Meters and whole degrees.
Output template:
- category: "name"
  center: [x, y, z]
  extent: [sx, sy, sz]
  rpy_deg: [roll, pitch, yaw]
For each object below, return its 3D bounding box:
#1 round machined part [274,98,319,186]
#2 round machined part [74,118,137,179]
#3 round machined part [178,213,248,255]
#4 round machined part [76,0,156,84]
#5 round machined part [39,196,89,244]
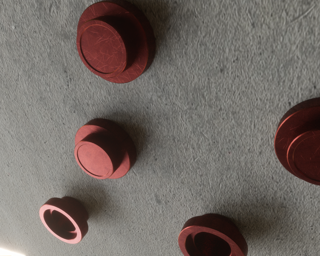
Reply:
- category: "round machined part"
  center: [0.169, 0.021, 0.319]
  extent: [0.098, 0.042, 0.097]
  rpy_deg: [13, 124, 21]
- category: "round machined part"
  center: [-0.088, 0.038, 0.466]
  extent: [0.098, 0.042, 0.097]
  rpy_deg: [13, 124, 21]
- category: "round machined part"
  center: [0.080, 0.166, 0.456]
  extent: [0.098, 0.042, 0.097]
  rpy_deg: [13, 124, 21]
- category: "round machined part"
  center: [-0.058, -0.098, 0.366]
  extent: [0.098, 0.042, 0.097]
  rpy_deg: [13, 124, 21]
- category: "round machined part"
  center: [-0.178, 0.171, 0.596]
  extent: [0.098, 0.042, 0.097]
  rpy_deg: [13, 124, 21]
